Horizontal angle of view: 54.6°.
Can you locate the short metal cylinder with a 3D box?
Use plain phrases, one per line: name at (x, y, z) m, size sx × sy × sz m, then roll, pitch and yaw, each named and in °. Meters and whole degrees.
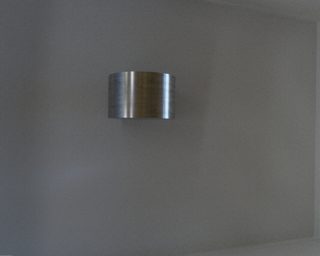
short metal cylinder at (-0.022, -0.036, 0.373) m, size 0.081 × 0.080 × 0.050 m, roll 1°, pitch 90°, yaw -20°
